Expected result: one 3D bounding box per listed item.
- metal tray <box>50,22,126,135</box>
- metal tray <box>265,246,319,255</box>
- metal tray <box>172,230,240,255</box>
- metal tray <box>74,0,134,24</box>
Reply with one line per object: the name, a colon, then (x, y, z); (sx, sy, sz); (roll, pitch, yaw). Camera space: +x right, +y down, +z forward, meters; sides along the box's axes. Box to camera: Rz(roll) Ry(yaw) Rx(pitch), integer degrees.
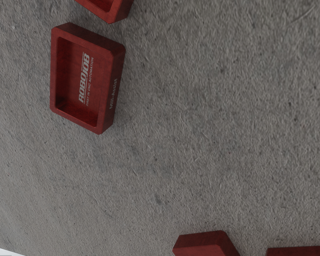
metal tray: (-0.102, -0.063, 0.417); (0.090, 0.030, 0.129); (26, 128, 12)
metal tray: (0.213, 0.223, 0.429); (0.090, 0.030, 0.130); (-19, 108, 35)
metal tray: (0.090, 0.227, 0.496); (0.090, 0.030, 0.130); (-22, 107, 36)
metal tray: (-0.081, -0.186, 0.331); (0.130, 0.030, 0.089); (35, 129, 4)
